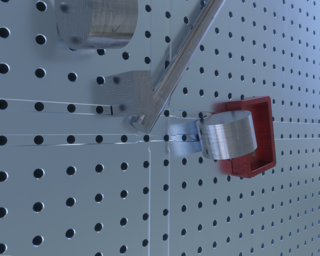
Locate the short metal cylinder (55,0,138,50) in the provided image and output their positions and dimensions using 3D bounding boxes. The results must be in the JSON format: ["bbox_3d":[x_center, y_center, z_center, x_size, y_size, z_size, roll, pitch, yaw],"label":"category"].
[{"bbox_3d":[-0.067,-0.122,0.317,0.050,0.080,0.079,-13,99,-39],"label":"short metal cylinder"}]

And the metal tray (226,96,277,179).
[{"bbox_3d":[0.161,0.013,0.541,0.091,0.030,0.129,-13,98,-39],"label":"metal tray"}]

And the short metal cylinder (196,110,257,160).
[{"bbox_3d":[0.097,0.008,0.455,0.081,0.080,0.050,-22,104,-38],"label":"short metal cylinder"}]

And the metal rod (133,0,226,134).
[{"bbox_3d":[0.045,-0.121,0.446,0.025,0.025,0.300,44,64,-31],"label":"metal rod"}]

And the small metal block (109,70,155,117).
[{"bbox_3d":[-0.034,-0.039,0.365,0.025,0.050,0.050,-9,96,-40],"label":"small metal block"}]
